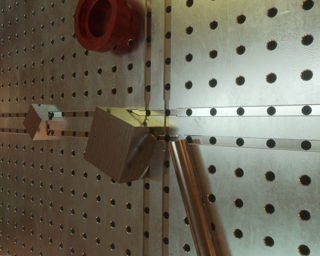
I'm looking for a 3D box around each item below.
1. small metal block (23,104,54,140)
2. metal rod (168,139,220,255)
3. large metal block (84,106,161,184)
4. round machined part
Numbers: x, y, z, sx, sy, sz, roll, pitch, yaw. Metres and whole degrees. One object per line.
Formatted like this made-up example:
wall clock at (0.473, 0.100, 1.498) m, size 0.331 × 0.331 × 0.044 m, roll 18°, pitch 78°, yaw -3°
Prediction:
small metal block at (-0.237, -0.012, 0.601) m, size 0.050 × 0.025 × 0.050 m, roll 48°, pitch 118°, yaw 29°
metal rod at (0.059, 0.159, 0.359) m, size 0.025 × 0.025 × 0.299 m, roll -24°, pitch 75°, yaw 37°
large metal block at (-0.055, 0.021, 0.436) m, size 0.080 × 0.050 × 0.079 m, roll 26°, pitch 106°, yaw 36°
round machined part at (-0.082, -0.161, 0.463) m, size 0.098 × 0.042 × 0.097 m, roll 0°, pitch 90°, yaw 39°
